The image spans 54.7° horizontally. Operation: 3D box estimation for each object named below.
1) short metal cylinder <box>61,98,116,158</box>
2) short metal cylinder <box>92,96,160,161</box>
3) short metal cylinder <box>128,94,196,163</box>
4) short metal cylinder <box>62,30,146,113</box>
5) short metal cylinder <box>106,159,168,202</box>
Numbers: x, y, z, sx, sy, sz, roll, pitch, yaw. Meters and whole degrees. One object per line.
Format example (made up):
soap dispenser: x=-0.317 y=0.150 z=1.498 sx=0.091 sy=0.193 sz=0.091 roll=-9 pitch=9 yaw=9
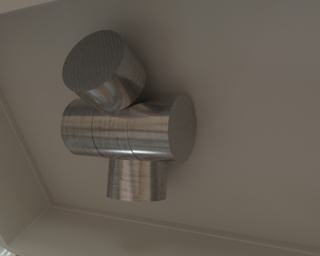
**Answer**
short metal cylinder: x=-0.085 y=-0.001 z=0.415 sx=0.050 sy=0.080 sz=0.080 roll=2 pitch=119 yaw=28
short metal cylinder: x=-0.040 y=0.000 z=0.392 sx=0.050 sy=0.080 sz=0.080 roll=2 pitch=119 yaw=28
short metal cylinder: x=0.005 y=0.000 z=0.369 sx=0.050 sy=0.080 sz=0.080 roll=2 pitch=119 yaw=28
short metal cylinder: x=-0.063 y=-0.064 z=0.355 sx=0.080 sy=0.080 sz=0.050 roll=2 pitch=157 yaw=27
short metal cylinder: x=-0.030 y=0.068 z=0.420 sx=0.080 sy=0.080 sz=0.050 roll=0 pitch=85 yaw=28
